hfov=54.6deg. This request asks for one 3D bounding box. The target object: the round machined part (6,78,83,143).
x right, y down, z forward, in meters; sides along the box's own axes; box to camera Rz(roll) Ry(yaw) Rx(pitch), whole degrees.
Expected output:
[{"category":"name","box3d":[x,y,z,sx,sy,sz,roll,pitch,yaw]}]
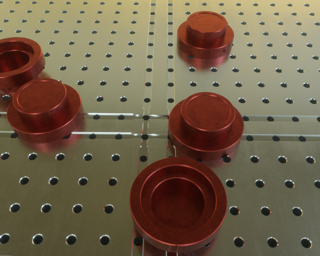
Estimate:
[{"category":"round machined part","box3d":[-0.158,-0.030,0.422,0.099,0.042,0.098,0,50,0]}]

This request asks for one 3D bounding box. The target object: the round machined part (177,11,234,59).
[{"category":"round machined part","box3d":[0.079,-0.167,0.537,0.099,0.042,0.098,0,50,0]}]

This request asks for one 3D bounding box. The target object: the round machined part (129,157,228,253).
[{"category":"round machined part","box3d":[0.018,0.083,0.328,0.099,0.042,0.098,0,50,0]}]

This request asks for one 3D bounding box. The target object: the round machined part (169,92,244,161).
[{"category":"round machined part","box3d":[0.061,-0.009,0.405,0.099,0.042,0.098,0,50,0]}]

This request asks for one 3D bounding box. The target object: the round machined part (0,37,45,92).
[{"category":"round machined part","box3d":[-0.226,-0.093,0.474,0.099,0.042,0.098,0,50,0]}]
